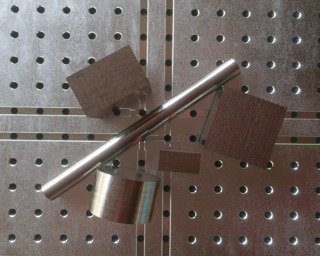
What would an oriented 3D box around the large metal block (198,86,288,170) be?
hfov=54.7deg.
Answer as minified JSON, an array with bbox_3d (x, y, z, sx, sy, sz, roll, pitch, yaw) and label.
[{"bbox_3d":[0.103,0.000,0.400,0.080,0.050,0.080,19,90,-1],"label":"large metal block"}]

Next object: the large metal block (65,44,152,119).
[{"bbox_3d":[-0.058,-0.053,0.386,0.080,0.080,0.050,-28,90,0],"label":"large metal block"}]

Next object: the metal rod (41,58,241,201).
[{"bbox_3d":[-0.024,0.001,0.412,0.301,0.025,0.025,-34,90,-1],"label":"metal rod"}]

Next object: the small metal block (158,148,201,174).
[{"bbox_3d":[0.024,0.041,0.401,0.050,0.050,0.025,5,90,-1],"label":"small metal block"}]

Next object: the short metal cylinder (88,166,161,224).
[{"bbox_3d":[-0.044,0.081,0.385,0.080,0.080,0.050,12,90,-1],"label":"short metal cylinder"}]
